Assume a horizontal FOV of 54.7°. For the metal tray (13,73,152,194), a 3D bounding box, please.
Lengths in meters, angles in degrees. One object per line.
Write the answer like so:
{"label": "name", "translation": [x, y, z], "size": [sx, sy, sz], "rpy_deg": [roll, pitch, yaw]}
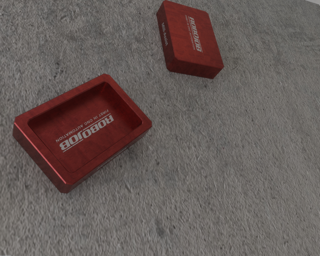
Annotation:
{"label": "metal tray", "translation": [-0.083, 0.000, 0.355], "size": [0.090, 0.030, 0.131], "rpy_deg": [48, 51, 5]}

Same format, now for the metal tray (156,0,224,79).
{"label": "metal tray", "translation": [0.048, -0.148, 0.516], "size": [0.091, 0.030, 0.130], "rpy_deg": [5, 59, -26]}
